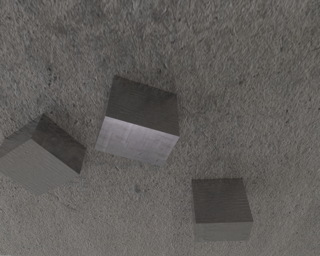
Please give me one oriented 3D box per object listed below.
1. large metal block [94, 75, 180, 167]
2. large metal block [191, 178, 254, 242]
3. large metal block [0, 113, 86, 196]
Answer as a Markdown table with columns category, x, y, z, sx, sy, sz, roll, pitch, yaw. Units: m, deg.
| category | x | y | z | sx | sy | sz | roll | pitch | yaw |
| --- | --- | --- | --- | --- | --- | --- | --- | --- | --- |
| large metal block | -0.026 | -0.009 | 0.363 | 0.081 | 0.080 | 0.050 | 16 | 128 | -13 |
| large metal block | 0.092 | 0.125 | 0.479 | 0.080 | 0.080 | 0.050 | -2 | 130 | 1 |
| large metal block | -0.163 | 0.039 | 0.422 | 0.080 | 0.050 | 0.080 | -28 | 125 | 22 |
